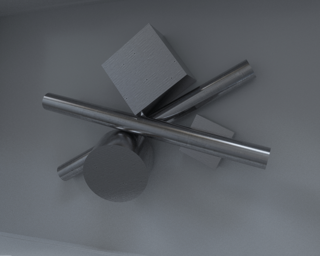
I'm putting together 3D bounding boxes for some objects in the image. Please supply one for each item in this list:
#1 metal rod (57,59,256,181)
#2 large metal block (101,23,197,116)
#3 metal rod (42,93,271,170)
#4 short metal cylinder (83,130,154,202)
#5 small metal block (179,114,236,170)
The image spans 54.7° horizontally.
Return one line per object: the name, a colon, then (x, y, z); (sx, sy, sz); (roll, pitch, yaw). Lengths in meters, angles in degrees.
metal rod: (-0.017, -0.002, 0.413); (0.300, 0.025, 0.025); (-29, 81, 17)
large metal block: (-0.013, -0.071, 0.399); (0.080, 0.050, 0.080); (-37, 78, 16)
metal rod: (-0.019, -0.002, 0.388); (0.301, 0.025, 0.025); (15, 95, 19)
short metal cylinder: (-0.051, 0.047, 0.398); (0.080, 0.050, 0.079); (2, 112, 6)
small metal block: (0.060, 0.016, 0.385); (0.050, 0.025, 0.050); (28, 99, 17)
